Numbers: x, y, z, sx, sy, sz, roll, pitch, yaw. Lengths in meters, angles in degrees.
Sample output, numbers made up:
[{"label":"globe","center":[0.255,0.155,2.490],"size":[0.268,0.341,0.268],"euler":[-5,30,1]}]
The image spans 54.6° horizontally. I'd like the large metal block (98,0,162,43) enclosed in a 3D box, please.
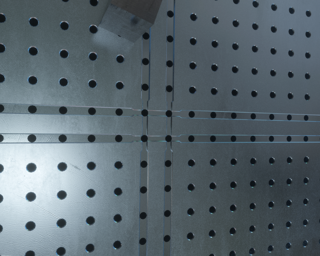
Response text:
[{"label":"large metal block","center":[-0.030,-0.159,0.372],"size":[0.050,0.080,0.080],"euler":[21,83,-19]}]
